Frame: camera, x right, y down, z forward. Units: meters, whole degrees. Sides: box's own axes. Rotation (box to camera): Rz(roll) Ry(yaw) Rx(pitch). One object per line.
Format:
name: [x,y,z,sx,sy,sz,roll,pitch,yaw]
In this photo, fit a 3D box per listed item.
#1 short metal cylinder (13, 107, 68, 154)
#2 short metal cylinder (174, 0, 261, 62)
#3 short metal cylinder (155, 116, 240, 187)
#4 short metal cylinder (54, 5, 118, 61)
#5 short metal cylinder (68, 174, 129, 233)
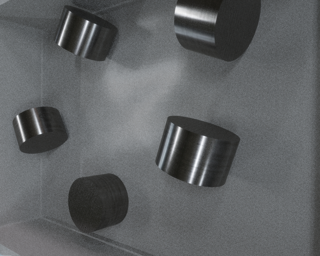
short metal cylinder: [-0.210,0.005,0.545,0.080,0.081,0.050,-37,67,34]
short metal cylinder: [0.061,-0.115,0.321,0.050,0.081,0.079,28,108,36]
short metal cylinder: [0.040,0.023,0.338,0.080,0.081,0.050,26,106,37]
short metal cylinder: [-0.110,-0.141,0.463,0.080,0.081,0.050,41,115,32]
short metal cylinder: [-0.094,0.112,0.468,0.080,0.050,0.080,0,90,40]
